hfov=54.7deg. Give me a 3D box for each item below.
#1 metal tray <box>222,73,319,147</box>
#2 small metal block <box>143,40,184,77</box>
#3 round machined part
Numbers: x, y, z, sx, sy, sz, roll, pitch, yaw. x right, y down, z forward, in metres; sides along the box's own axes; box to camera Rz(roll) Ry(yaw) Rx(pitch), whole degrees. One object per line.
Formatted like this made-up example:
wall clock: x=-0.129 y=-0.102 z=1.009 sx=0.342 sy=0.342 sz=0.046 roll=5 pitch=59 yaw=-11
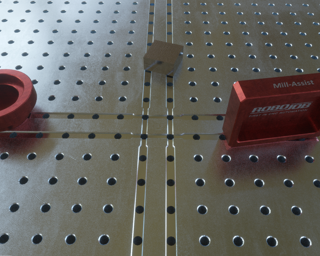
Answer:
metal tray: x=0.150 y=-0.021 z=0.383 sx=0.131 sy=0.089 sz=0.030 roll=-7 pitch=51 yaw=-6
small metal block: x=0.006 y=-0.114 z=0.504 sx=0.050 sy=0.025 sz=0.050 roll=16 pitch=52 yaw=12
round machined part: x=-0.218 y=-0.033 z=0.423 sx=0.099 sy=0.042 sz=0.098 roll=0 pitch=50 yaw=0
